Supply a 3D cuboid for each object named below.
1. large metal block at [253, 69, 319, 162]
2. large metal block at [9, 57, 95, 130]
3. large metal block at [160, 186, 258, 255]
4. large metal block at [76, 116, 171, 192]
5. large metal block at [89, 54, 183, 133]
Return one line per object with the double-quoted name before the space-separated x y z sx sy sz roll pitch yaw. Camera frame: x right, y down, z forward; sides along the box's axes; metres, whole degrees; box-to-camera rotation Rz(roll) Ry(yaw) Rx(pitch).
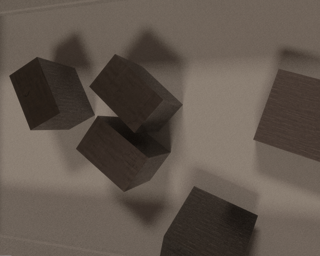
"large metal block" 0.157 -0.012 0.342 0.080 0.050 0.080 20 97 18
"large metal block" -0.147 -0.044 0.432 0.050 0.080 0.080 -27 81 18
"large metal block" 0.056 0.126 0.354 0.080 0.080 0.050 23 131 18
"large metal block" -0.043 0.029 0.396 0.080 0.080 0.050 38 102 15
"large metal block" -0.027 -0.040 0.390 0.080 0.080 0.050 45 104 14
